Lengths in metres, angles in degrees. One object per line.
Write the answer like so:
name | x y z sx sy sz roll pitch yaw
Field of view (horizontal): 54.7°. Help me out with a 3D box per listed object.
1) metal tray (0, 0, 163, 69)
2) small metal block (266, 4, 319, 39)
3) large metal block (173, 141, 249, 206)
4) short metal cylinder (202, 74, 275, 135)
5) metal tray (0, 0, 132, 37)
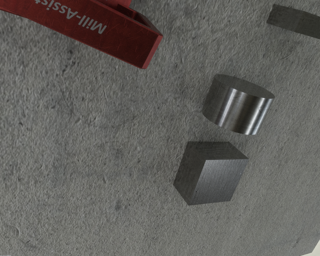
metal tray | -0.069 -0.098 0.248 0.131 0.090 0.030 20 112 -23
small metal block | 0.178 -0.138 0.402 0.050 0.050 0.025 2 117 -30
large metal block | 0.077 0.068 0.475 0.081 0.050 0.079 2 117 -30
short metal cylinder | 0.101 -0.032 0.407 0.081 0.080 0.050 3 117 -30
metal tray | -0.075 -0.128 0.251 0.131 0.030 0.089 0 122 -56
